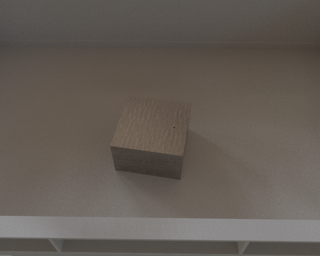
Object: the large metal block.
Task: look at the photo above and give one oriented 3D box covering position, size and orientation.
[{"bbox_3d":[-0.008,0.011,0.380,0.080,0.050,0.080,8,50,6],"label":"large metal block"}]
